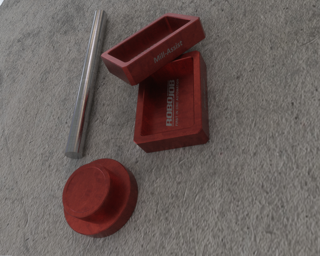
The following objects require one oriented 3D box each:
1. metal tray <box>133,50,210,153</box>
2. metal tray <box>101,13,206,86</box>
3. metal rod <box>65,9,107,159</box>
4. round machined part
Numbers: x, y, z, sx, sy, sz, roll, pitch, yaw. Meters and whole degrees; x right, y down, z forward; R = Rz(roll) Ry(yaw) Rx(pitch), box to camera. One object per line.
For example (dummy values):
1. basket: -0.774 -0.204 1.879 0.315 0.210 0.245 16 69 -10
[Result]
1. metal tray: 0.016 -0.036 0.414 0.090 0.030 0.130 -11 57 22
2. metal tray: -0.011 -0.118 0.448 0.131 0.030 0.090 -36 36 -13
3. metal rod: -0.119 -0.089 0.520 0.025 0.025 0.299 -11 57 22
4. round machined part: -0.081 0.082 0.385 0.098 0.042 0.098 -13 56 21
